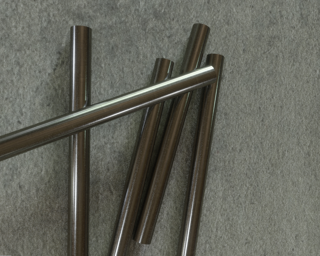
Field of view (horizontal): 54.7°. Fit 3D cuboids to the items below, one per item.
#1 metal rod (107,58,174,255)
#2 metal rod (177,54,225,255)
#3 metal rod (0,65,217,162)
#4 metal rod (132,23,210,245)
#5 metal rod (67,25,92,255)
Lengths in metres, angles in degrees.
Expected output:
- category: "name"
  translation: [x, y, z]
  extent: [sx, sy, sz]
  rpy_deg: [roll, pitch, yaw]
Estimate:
- category: "metal rod"
  translation: [-0.028, 0.056, 0.399]
  extent: [0.025, 0.025, 0.298]
  rpy_deg: [15, 85, -20]
- category: "metal rod"
  translation: [0.056, 0.046, 0.430]
  extent: [0.025, 0.025, 0.298]
  rpy_deg: [10, 87, -20]
- category: "metal rod"
  translation: [-0.066, -0.018, 0.357]
  extent: [0.302, 0.025, 0.025]
  rpy_deg: [-22, 98, -19]
- category: "metal rod"
  translation: [0.017, 0.003, 0.416]
  extent: [0.025, 0.025, 0.299]
  rpy_deg: [18, 84, -20]
- category: "metal rod"
  translation: [-0.097, 0.029, 0.373]
  extent: [0.025, 0.025, 0.298]
  rpy_deg: [1, 90, -20]
